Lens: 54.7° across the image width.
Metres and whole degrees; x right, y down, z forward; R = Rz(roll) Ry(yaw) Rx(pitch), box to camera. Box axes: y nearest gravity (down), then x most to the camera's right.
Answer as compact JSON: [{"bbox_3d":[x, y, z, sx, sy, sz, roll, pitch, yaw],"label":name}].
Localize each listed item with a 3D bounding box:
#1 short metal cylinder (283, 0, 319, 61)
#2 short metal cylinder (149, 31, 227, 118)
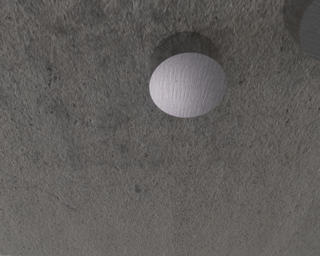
[{"bbox_3d":[0.167,-0.111,0.298,0.081,0.050,0.079,0,130,0],"label":"short metal cylinder"},{"bbox_3d":[0.029,-0.058,0.341,0.081,0.050,0.079,0,130,0],"label":"short metal cylinder"}]
